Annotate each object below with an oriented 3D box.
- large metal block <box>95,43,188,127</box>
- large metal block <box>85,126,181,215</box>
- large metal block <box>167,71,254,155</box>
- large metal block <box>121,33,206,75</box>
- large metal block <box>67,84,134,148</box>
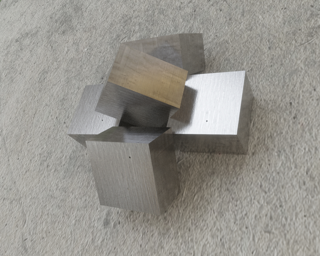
[{"bbox_3d":[-0.024,-0.043,0.365,0.080,0.080,0.050,136,151,-61],"label":"large metal block"},{"bbox_3d":[-0.028,0.044,0.349,0.080,0.079,0.050,1,19,29],"label":"large metal block"},{"bbox_3d":[0.060,-0.017,0.364,0.080,0.050,0.080,0,62,28],"label":"large metal block"},{"bbox_3d":[0.008,-0.096,0.416,0.080,0.080,0.050,0,105,28],"label":"large metal block"},{"bbox_3d":[-0.071,-0.015,0.434,0.080,0.050,0.080,0,62,27],"label":"large metal block"}]
